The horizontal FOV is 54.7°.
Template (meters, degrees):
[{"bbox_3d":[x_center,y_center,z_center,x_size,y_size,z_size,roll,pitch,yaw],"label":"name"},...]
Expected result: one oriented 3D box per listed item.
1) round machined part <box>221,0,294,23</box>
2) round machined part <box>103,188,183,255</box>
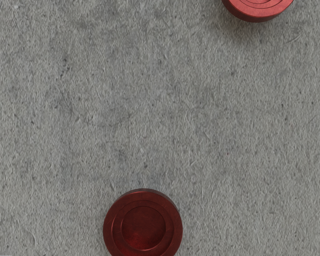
[{"bbox_3d":[0.125,-0.185,0.402,0.099,0.042,0.097,0,90,0],"label":"round machined part"},{"bbox_3d":[-0.021,0.126,0.401,0.099,0.042,0.097,0,90,0],"label":"round machined part"}]
